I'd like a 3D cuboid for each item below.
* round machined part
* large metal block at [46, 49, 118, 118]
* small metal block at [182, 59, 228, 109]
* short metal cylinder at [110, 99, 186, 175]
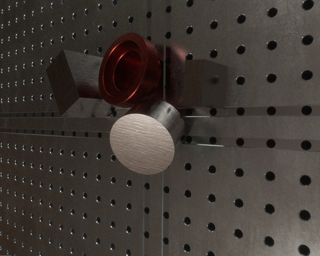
[{"bbox_3d":[-0.037,-0.074,0.419,0.098,0.042,0.098,-12,71,41],"label":"round machined part"},{"bbox_3d":[-0.111,-0.063,0.462,0.050,0.081,0.080,-36,68,34],"label":"large metal block"},{"bbox_3d":[0.051,-0.048,0.349,0.025,0.050,0.050,7,95,39],"label":"small metal block"},{"bbox_3d":[-0.014,0.010,0.381,0.080,0.050,0.079,8,117,16],"label":"short metal cylinder"}]
